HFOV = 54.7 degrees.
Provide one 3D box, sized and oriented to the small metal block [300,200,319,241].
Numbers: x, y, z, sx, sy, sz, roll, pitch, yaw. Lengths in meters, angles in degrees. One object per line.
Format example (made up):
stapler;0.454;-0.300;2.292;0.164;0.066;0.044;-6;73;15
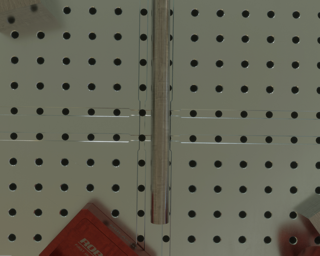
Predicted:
small metal block;0.229;0.124;0.417;0.050;0.025;0.050;-35;90;-1

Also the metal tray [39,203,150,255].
metal tray;-0.079;0.177;0.409;0.130;0.030;0.090;43;90;-1

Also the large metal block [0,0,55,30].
large metal block;-0.193;-0.181;0.398;0.080;0.050;0.080;-14;90;-1

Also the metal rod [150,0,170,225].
metal rod;0.001;-0.024;0.413;0.025;0.025;0.298;0;90;-1

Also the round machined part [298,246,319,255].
round machined part;0.223;0.190;0.390;0.042;0.098;0.098;-31;91;-36
